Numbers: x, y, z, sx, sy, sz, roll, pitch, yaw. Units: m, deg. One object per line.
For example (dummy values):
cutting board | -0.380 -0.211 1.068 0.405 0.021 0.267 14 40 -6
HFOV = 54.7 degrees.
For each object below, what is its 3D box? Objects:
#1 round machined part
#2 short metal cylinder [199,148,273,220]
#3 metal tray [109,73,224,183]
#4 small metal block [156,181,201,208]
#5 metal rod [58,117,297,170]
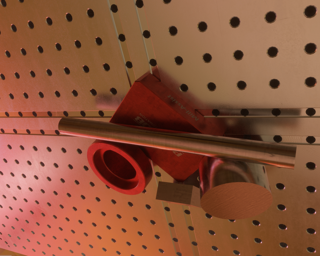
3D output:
round machined part | -0.053 0.047 0.449 0.098 0.042 0.097 18 133 21
short metal cylinder | 0.088 0.067 0.370 0.080 0.050 0.079 2 135 2
metal tray | 0.006 0.002 0.406 0.130 0.030 0.089 40 129 0
small metal block | 0.029 0.094 0.435 0.050 0.025 0.050 2 163 26
metal rod | 0.002 0.013 0.377 0.301 0.025 0.025 7 122 24
